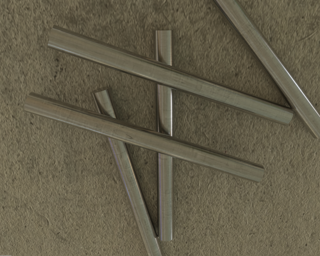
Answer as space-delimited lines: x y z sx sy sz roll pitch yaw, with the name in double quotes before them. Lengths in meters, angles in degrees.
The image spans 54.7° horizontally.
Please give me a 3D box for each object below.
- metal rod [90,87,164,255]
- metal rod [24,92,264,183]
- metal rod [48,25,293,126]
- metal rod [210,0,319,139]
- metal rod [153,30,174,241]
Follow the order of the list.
"metal rod" -0.038 0.087 0.441 0.025 0.025 0.298 -14 110 5
"metal rod" -0.013 0.014 0.386 0.302 0.025 0.025 18 109 -7
"metal rod" 0.026 -0.055 0.365 0.302 0.025 0.025 16 110 -16
"metal rod" 0.117 -0.101 0.373 0.025 0.025 0.300 -39 106 13
"metal rod" 0.007 0.024 0.418 0.025 0.025 0.298 -1 110 0
